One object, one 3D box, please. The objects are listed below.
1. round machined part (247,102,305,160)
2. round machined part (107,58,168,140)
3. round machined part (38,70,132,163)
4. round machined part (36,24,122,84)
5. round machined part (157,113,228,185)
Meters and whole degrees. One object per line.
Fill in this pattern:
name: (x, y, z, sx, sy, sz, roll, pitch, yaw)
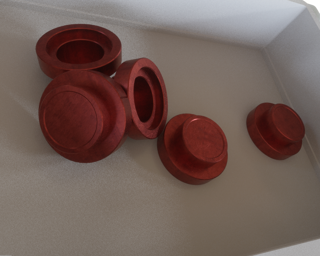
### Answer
round machined part: (0.194, -0.001, 0.502, 0.099, 0.042, 0.098, 14, 56, -21)
round machined part: (-0.030, -0.034, 0.379, 0.098, 0.042, 0.097, 16, 72, -62)
round machined part: (-0.082, -0.011, 0.319, 0.098, 0.098, 0.042, 46, 15, 3)
round machined part: (-0.097, -0.084, 0.381, 0.099, 0.042, 0.098, 3, 47, -3)
round machined part: (0.050, 0.022, 0.410, 0.099, 0.042, 0.098, 14, 56, -21)
